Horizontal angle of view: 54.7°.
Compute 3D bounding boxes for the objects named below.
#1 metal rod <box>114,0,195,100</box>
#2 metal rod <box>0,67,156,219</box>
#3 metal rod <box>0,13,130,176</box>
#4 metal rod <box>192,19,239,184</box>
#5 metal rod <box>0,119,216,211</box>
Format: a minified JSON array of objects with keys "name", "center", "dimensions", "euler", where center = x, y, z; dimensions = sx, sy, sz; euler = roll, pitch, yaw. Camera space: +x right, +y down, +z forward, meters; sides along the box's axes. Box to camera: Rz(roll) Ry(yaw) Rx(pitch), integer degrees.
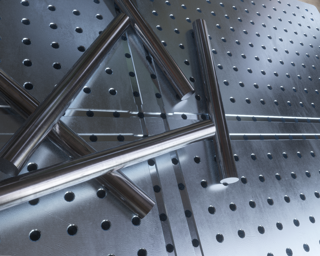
[{"name":"metal rod","center":[-0.037,-0.172,0.494],"dimensions":[0.025,0.025,0.299],"euler":[-24,75,-37]},{"name":"metal rod","center":[-0.126,-0.006,0.344],"dimensions":[0.300,0.025,0.025],"euler":[41,51,-1]},{"name":"metal rod","center":[-0.096,-0.066,0.375],"dimensions":[0.025,0.025,0.301],"euler":[30,45,-9]},{"name":"metal rod","center":[0.082,-0.059,0.490],"dimensions":[0.025,0.025,0.299],"euler":[9,58,-24]},{"name":"metal rod","center":[-0.055,0.035,0.324],"dimensions":[0.303,0.025,0.025],"euler":[-16,70,-35]}]
